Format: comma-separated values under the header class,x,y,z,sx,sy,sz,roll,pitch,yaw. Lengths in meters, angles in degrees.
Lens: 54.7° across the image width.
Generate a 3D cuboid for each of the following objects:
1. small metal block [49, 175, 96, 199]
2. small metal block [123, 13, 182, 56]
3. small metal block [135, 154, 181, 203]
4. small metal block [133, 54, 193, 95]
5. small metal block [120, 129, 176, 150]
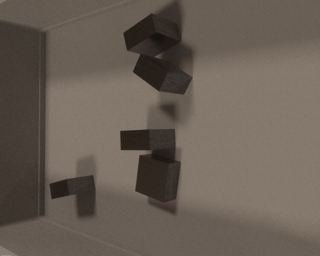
class,x,y,z,sx,sy,sz,roll,pitch,yaw
small metal block,-0.143,0.096,0.505,0.050,0.050,0.025,-19,78,38
small metal block,-0.010,-0.116,0.397,0.050,0.050,0.025,-21,77,38
small metal block,-0.003,0.064,0.408,0.050,0.025,0.050,12,97,39
small metal block,0.004,-0.066,0.386,0.050,0.050,0.025,40,114,32
small metal block,-0.015,0.015,0.401,0.050,0.050,0.025,-3,88,39
